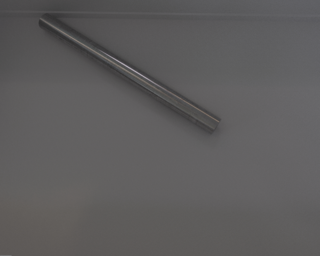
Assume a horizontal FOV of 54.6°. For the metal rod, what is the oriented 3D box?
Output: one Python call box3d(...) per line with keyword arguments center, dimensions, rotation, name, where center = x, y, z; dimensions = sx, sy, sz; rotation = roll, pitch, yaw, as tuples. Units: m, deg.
box3d(center=(-0.049, -0.081, 0.439), dimensions=(0.300, 0.025, 0.025), rotation=(33, 73, 11), name="metal rod")
